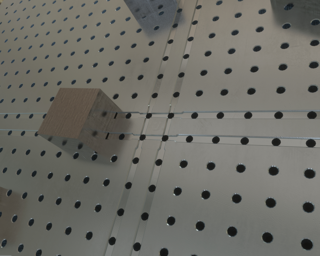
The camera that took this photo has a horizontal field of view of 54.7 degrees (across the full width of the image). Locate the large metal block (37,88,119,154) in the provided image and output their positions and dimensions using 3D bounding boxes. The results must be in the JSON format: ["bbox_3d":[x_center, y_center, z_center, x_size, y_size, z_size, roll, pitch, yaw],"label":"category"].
[{"bbox_3d":[-0.121,-0.012,0.461,0.080,0.050,0.080,5,64,30],"label":"large metal block"}]

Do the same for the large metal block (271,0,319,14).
[{"bbox_3d":[0.203,-0.207,0.413,0.080,0.050,0.080,-49,52,-7],"label":"large metal block"}]

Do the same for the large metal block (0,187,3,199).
[{"bbox_3d":[-0.296,0.128,0.466,0.080,0.050,0.080,-16,55,18],"label":"large metal block"}]

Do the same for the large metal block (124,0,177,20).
[{"bbox_3d":[-0.020,-0.253,0.556,0.080,0.050,0.080,-18,55,17],"label":"large metal block"}]
